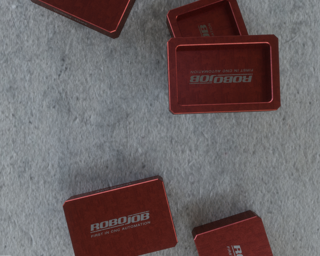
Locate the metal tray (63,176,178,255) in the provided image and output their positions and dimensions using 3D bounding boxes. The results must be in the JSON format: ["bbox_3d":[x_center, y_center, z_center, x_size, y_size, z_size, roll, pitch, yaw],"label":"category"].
[{"bbox_3d":[-0.050,0.122,0.407,0.131,0.030,0.089,-14,90,-1],"label":"metal tray"}]

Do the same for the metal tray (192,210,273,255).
[{"bbox_3d":[0.104,0.186,0.409,0.090,0.030,0.129,-18,90,-1],"label":"metal tray"}]

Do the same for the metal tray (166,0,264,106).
[{"bbox_3d":[0.071,-0.102,0.408,0.090,0.030,0.129,-19,90,-1],"label":"metal tray"}]

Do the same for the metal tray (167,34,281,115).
[{"bbox_3d":[0.075,-0.063,0.377,0.131,0.030,0.089,-2,90,-1],"label":"metal tray"}]

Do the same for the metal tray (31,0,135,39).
[{"bbox_3d":[-0.099,-0.186,0.406,0.131,0.030,0.090,24,90,-1],"label":"metal tray"}]
